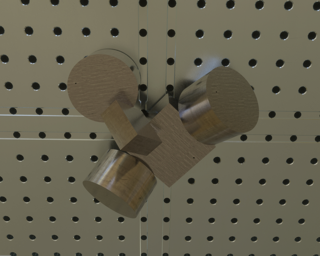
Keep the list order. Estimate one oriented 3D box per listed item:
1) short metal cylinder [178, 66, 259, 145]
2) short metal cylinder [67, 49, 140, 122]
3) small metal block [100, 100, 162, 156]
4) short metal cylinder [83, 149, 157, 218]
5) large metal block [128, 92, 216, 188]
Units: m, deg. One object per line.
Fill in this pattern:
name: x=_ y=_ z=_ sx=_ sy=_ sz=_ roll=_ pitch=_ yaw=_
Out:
short metal cylinder: x=0.069 y=-0.025 z=0.364 sx=0.080 sy=0.080 sz=0.050 roll=41 pitch=143 yaw=-14
short metal cylinder: x=-0.065 y=-0.052 z=0.377 sx=0.081 sy=0.050 sz=0.079 roll=0 pitch=110 yaw=0
small metal block: x=-0.031 y=0.001 z=0.343 sx=0.025 sy=0.050 sz=0.050 roll=-42 pitch=61 yaw=16
short metal cylinder: x=-0.051 y=0.072 z=0.400 sx=0.080 sy=0.050 sz=0.080 roll=25 pitch=150 yaw=16
large metal block: x=0.011 y=0.015 z=0.399 sx=0.080 sy=0.050 sz=0.080 roll=43 pitch=104 yaw=-14
